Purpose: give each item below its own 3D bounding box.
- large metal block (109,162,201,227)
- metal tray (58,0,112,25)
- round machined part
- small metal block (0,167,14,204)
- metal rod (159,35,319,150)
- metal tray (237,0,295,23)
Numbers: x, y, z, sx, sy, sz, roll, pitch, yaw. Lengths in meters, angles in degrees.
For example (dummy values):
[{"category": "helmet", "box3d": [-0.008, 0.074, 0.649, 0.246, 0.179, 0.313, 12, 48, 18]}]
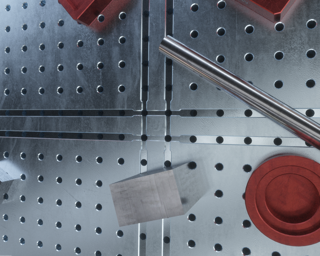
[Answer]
[{"category": "large metal block", "box3d": [-0.003, 0.079, 0.384, 0.080, 0.080, 0.050, -16, 85, 19]}, {"category": "metal tray", "box3d": [-0.122, -0.228, 0.451, 0.090, 0.030, 0.130, -42, 77, 15]}, {"category": "round machined part", "box3d": [0.149, 0.078, 0.351, 0.098, 0.042, 0.097, 0, 90, 19]}, {"category": "small metal block", "box3d": [-0.276, 0.092, 0.508, 0.050, 0.025, 0.050, 33, 101, 16]}, {"category": "metal rod", "box3d": [0.125, -0.028, 0.368, 0.300, 0.025, 0.025, 35, 101, 16]}, {"category": "metal tray", "box3d": [0.113, -0.199, 0.369, 0.130, 0.030, 0.090, 38, 102, 15]}]
